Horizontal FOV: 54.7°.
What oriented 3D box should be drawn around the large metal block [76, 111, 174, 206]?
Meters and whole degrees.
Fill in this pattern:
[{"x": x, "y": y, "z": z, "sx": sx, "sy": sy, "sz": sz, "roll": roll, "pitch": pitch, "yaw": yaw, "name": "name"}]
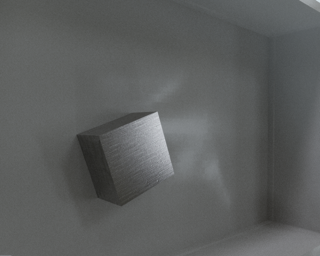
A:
[{"x": -0.038, "y": 0.032, "z": 0.360, "sx": 0.081, "sy": 0.050, "sz": 0.080, "roll": -25, "pitch": 106, "yaw": -37, "name": "large metal block"}]
